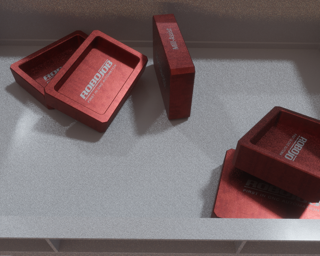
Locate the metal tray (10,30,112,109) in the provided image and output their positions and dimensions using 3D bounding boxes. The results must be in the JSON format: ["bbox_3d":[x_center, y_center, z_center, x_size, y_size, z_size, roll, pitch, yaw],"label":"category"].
[{"bbox_3d":[-0.144,-0.094,0.475,0.090,0.030,0.131,36,58,22],"label":"metal tray"}]

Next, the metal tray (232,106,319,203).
[{"bbox_3d":[0.151,0.021,0.351,0.090,0.030,0.131,25,34,28],"label":"metal tray"}]

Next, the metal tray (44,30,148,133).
[{"bbox_3d":[-0.085,-0.068,0.431,0.090,0.030,0.130,29,60,-1],"label":"metal tray"}]

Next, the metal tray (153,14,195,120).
[{"bbox_3d":[0.015,-0.088,0.436,0.030,0.089,0.130,-8,51,-7],"label":"metal tray"}]

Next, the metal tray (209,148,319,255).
[{"bbox_3d":[0.128,0.080,0.336,0.131,0.030,0.090,14,51,11],"label":"metal tray"}]
